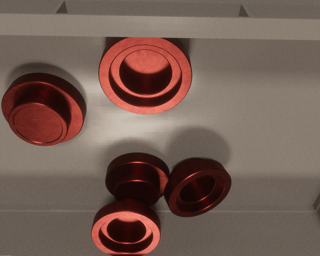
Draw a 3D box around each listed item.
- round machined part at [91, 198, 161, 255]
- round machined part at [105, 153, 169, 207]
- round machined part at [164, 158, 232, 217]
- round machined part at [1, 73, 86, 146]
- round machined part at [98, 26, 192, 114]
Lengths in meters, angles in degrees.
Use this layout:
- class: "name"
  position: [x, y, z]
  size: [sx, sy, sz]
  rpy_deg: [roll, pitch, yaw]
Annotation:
- class: "round machined part"
  position: [-0.049, 0.142, 0.457]
  size: [0.099, 0.042, 0.097]
  rpy_deg: [0, 121, 0]
- class: "round machined part"
  position: [-0.034, 0.086, 0.471]
  size: [0.099, 0.042, 0.097]
  rpy_deg: [0, 130, 0]
- class: "round machined part"
  position: [0.051, 0.083, 0.457]
  size: [0.099, 0.042, 0.097]
  rpy_deg: [-12, 129, -15]
- class: "round machined part"
  position: [-0.145, -0.015, 0.383]
  size: [0.099, 0.042, 0.097]
  rpy_deg: [-1, 130, 0]
- class: "round machined part"
  position: [-0.015, -0.066, 0.342]
  size: [0.099, 0.042, 0.097]
  rpy_deg: [-1, 130, 0]
